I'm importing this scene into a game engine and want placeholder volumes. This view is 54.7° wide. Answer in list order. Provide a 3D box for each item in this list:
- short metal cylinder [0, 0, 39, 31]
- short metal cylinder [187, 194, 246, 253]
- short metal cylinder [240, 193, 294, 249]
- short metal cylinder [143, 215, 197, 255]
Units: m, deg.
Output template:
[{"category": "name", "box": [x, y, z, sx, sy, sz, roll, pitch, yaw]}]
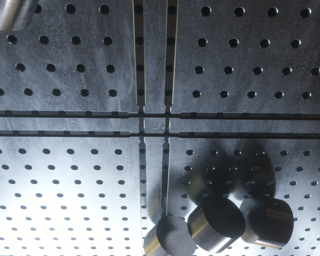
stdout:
[{"category": "short metal cylinder", "box": [-0.143, -0.129, 0.263, 0.080, 0.080, 0.050, 26, 125, -21]}, {"category": "short metal cylinder", "box": [0.092, 0.157, 0.511, 0.080, 0.080, 0.050, 20, 127, -16]}, {"category": "short metal cylinder", "box": [0.171, 0.152, 0.508, 0.050, 0.080, 0.079, 17, 128, -14]}, {"category": "short metal cylinder", "box": [0.018, 0.204, 0.550, 0.080, 0.080, 0.050, 21, 127, -18]}]
